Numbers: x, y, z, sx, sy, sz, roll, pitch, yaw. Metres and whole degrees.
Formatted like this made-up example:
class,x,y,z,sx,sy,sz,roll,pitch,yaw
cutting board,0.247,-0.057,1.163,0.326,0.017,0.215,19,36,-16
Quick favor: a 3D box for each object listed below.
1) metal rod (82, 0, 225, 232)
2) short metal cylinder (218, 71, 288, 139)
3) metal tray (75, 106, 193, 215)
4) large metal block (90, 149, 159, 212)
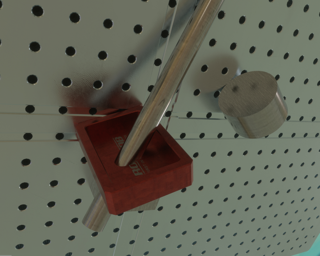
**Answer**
class,x,y,z,sx,sy,sz,roll,pitch,yaw
metal rod,-0.003,-0.026,0.344,0.025,0.025,0.299,31,86,-38
short metal cylinder,0.128,-0.032,0.428,0.080,0.080,0.050,-42,130,0
metal tray,-0.033,0.027,0.343,0.091,0.130,0.030,-18,126,-19
large metal block,-0.039,0.064,0.415,0.081,0.050,0.079,6,116,-31
